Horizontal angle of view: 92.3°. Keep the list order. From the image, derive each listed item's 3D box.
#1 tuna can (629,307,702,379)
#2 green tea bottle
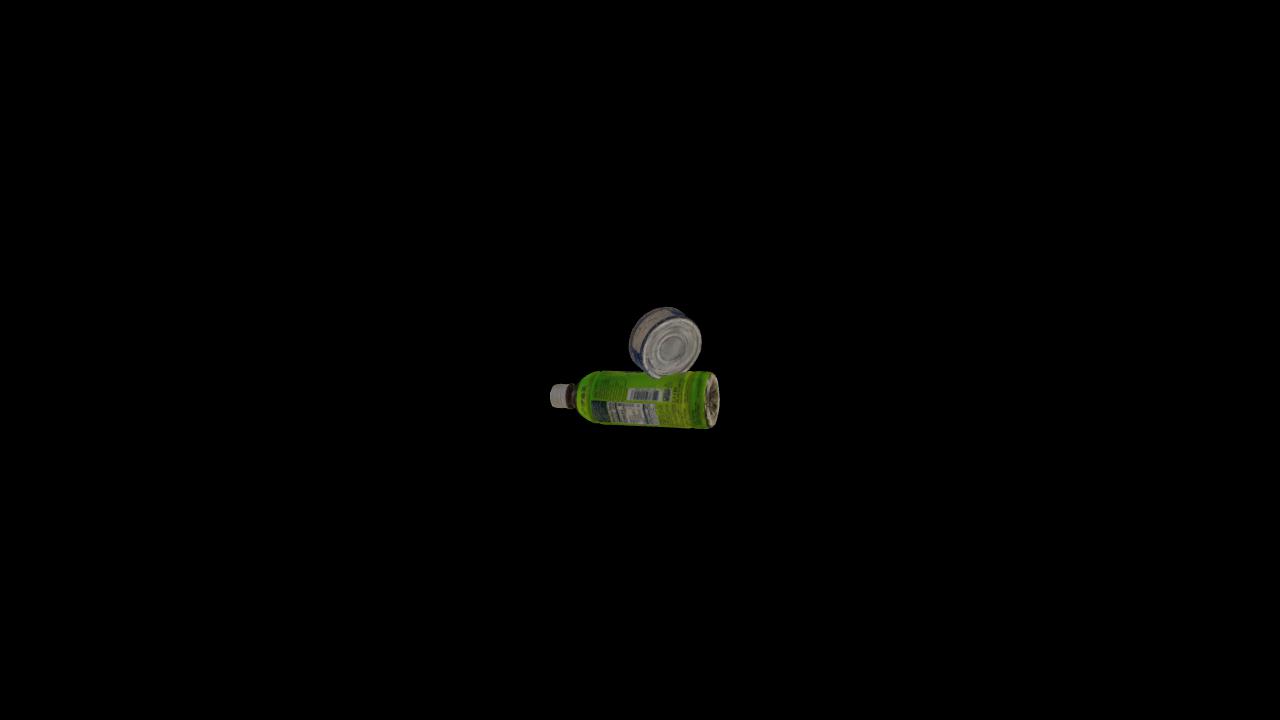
[{"bbox_3d":[0.031,-0.018,0.729,0.084,0.084,0.034,0,25,-30],"label":"tuna can"},{"bbox_3d":[-0.011,0.047,0.760,0.212,0.073,0.073,1,0,19],"label":"green tea bottle"}]
